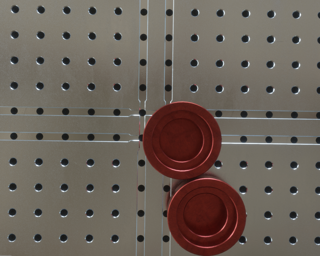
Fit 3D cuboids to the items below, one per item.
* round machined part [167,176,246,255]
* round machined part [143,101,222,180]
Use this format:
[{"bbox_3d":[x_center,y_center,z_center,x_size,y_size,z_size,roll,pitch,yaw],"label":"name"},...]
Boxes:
[{"bbox_3d":[0.058,0.111,0.406,0.099,0.042,0.097,0,90,-1],"label":"round machined part"},{"bbox_3d":[0.028,0.015,0.405,0.099,0.042,0.097,0,90,-1],"label":"round machined part"}]
